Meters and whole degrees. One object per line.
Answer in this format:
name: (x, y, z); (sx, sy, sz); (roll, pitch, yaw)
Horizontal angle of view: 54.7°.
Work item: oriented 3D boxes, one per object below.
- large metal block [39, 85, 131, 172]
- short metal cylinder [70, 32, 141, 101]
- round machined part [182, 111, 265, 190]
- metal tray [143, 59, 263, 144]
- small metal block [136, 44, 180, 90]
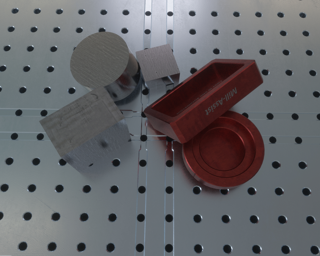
large metal block: (-0.086, 0.004, 0.380); (0.080, 0.080, 0.050); (-33, 74, -11)
short metal cylinder: (-0.072, -0.081, 0.418); (0.080, 0.050, 0.080); (-4, 73, 12)
round machined part: (0.077, 0.029, 0.393); (0.099, 0.042, 0.098); (0, 70, 0)
metal tray: (0.052, -0.040, 0.393); (0.131, 0.090, 0.030); (-37, 114, -13)
small metal block: (-0.003, -0.088, 0.444); (0.050, 0.025, 0.050); (-15, 71, -6)
